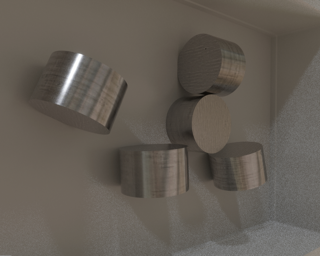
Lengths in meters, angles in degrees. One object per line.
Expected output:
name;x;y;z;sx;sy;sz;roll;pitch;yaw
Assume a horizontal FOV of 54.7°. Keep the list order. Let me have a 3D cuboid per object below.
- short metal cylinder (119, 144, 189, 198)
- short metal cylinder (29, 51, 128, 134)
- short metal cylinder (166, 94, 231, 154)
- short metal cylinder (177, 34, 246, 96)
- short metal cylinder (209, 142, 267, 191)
short metal cylinder;-0.007;0.047;0.365;0.081;0.080;0.050;-4;93;-40
short metal cylinder;-0.078;-0.032;0.305;0.080;0.080;0.050;30;71;-36
short metal cylinder;0.055;-0.006;0.436;0.081;0.050;0.080;0;90;-40
short metal cylinder;0.070;-0.085;0.429;0.050;0.080;0.080;1;89;-40
short metal cylinder;0.117;0.056;0.469;0.081;0.080;0.050;-19;102;-38
